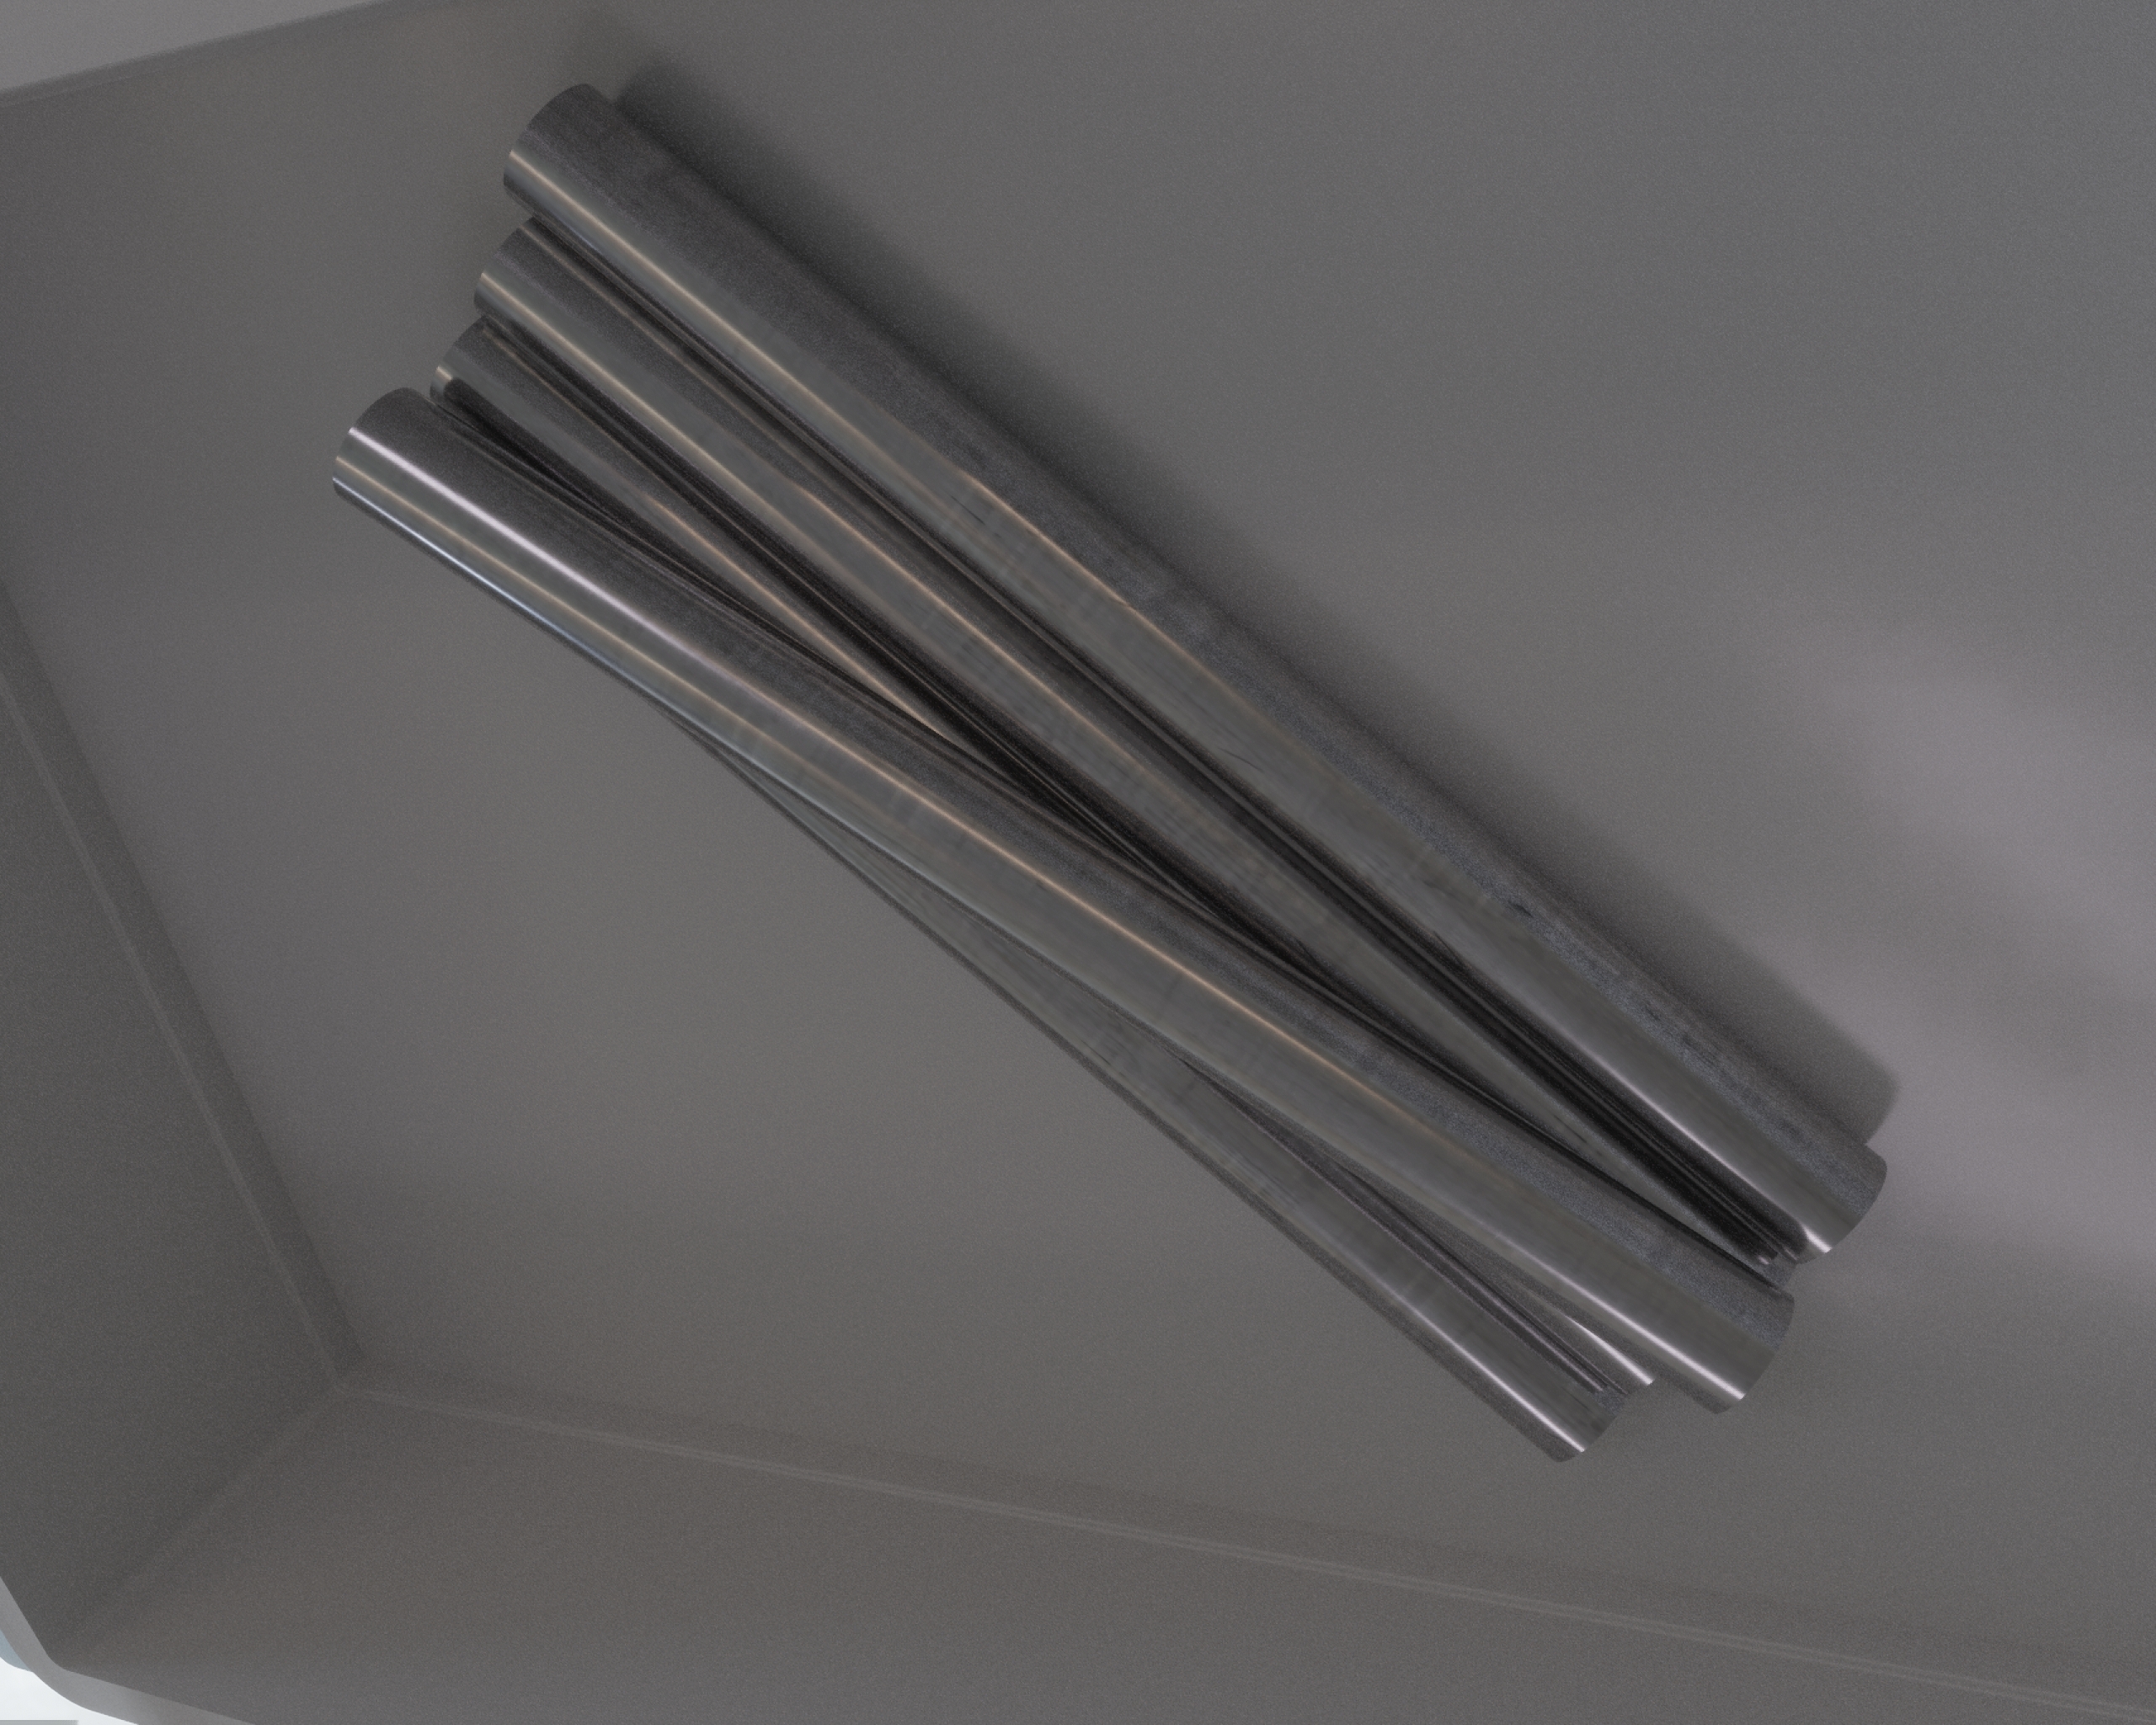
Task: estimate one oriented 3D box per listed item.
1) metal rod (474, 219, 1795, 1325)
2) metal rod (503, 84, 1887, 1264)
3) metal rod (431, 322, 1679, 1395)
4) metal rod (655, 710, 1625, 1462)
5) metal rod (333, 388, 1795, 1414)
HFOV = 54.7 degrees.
[{"bbox_3d":[0.011,-0.017,0.391,0.300,0.025,0.025,40,129,1],"label":"metal rod"},{"bbox_3d":[0.020,-0.034,0.375,0.300,0.025,0.025,40,129,1],"label":"metal rod"},{"bbox_3d":[-0.002,-0.003,0.407,0.300,0.025,0.025,40,129,1],"label":"metal rod"},{"bbox_3d":[-0.012,0.015,0.422,0.300,0.025,0.025,40,129,1],"label":"metal rod"},{"bbox_3d":[-0.007,0.003,0.380,0.301,0.025,0.025,33,129,6],"label":"metal rod"}]
